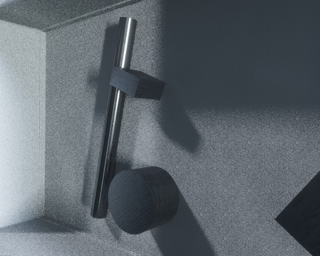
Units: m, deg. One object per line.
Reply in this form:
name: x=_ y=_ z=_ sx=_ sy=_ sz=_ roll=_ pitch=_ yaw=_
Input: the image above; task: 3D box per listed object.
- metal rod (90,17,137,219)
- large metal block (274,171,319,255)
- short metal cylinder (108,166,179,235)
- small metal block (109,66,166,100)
metal rod: x=-0.070 y=-0.010 z=0.462 sx=0.025 sy=0.025 sz=0.298 roll=16 pitch=100 yaw=38
large metal block: x=0.150 y=0.056 z=0.247 sx=0.050 sy=0.081 sz=0.080 roll=45 pitch=117 yaw=30
short metal cylinder: x=-0.022 y=0.093 z=0.407 sx=0.080 sy=0.050 sz=0.079 roll=0 pitch=90 yaw=39
small metal block: x=-0.030 y=-0.059 z=0.413 sx=0.050 sy=0.050 sz=0.025 roll=31 pitch=109 yaw=35
